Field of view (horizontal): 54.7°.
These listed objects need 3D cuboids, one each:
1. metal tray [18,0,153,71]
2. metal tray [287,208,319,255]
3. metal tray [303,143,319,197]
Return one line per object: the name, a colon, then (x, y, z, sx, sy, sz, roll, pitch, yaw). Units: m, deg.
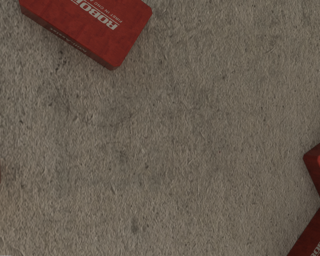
metal tray: (-0.086, -0.142, 0.374, 0.130, 0.030, 0.090, 32, 79, -17)
metal tray: (0.261, 0.180, 0.470, 0.030, 0.090, 0.130, 46, 76, -15)
metal tray: (0.311, 0.054, 0.520, 0.131, 0.030, 0.090, -30, 100, -18)
